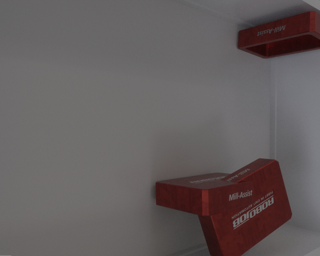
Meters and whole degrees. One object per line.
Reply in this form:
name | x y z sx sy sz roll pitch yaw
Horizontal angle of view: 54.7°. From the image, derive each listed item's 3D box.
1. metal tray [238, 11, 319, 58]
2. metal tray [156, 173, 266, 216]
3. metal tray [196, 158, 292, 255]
metal tray | 0.208 -0.148 0.511 0.091 0.130 0.030 5 87 -40
metal tray | 0.071 0.084 0.415 0.131 0.090 0.030 0 88 -40
metal tray | 0.114 0.105 0.412 0.131 0.030 0.090 -22 99 -28
